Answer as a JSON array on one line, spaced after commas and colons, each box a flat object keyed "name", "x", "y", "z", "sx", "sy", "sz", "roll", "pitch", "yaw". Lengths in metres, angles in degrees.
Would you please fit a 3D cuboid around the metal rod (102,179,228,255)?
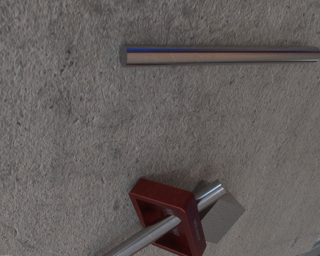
[{"name": "metal rod", "x": -0.031, "y": 0.170, "z": 0.464, "sx": 0.300, "sy": 0.025, "sz": 0.025, "roll": -35, "pitch": 130, "yaw": 8}]

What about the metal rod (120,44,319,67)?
[{"name": "metal rod", "x": 0.096, "y": -0.095, "z": 0.402, "sx": 0.303, "sy": 0.025, "sz": 0.025, "roll": -7, "pitch": 122, "yaw": -25}]

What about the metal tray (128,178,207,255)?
[{"name": "metal tray", "x": 0.014, "y": 0.137, "z": 0.456, "sx": 0.030, "sy": 0.090, "sz": 0.129, "roll": -52, "pitch": 139, "yaw": -39}]

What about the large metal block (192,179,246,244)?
[{"name": "large metal block", "x": 0.085, "y": 0.144, "z": 0.529, "sx": 0.080, "sy": 0.050, "sz": 0.080, "roll": 29, "pitch": 102, "yaw": -38}]
